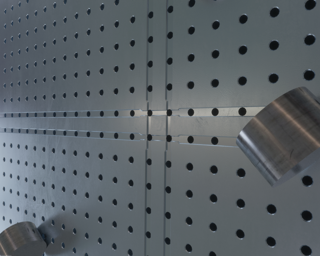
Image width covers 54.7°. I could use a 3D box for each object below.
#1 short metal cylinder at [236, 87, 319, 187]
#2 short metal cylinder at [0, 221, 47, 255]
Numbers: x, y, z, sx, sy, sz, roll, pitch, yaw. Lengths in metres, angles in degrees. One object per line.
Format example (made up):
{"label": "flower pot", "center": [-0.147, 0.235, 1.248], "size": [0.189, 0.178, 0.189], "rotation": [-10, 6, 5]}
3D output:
{"label": "short metal cylinder", "center": [0.117, 0.009, 0.277], "size": [0.080, 0.081, 0.050], "rotation": [-50, 61, 28]}
{"label": "short metal cylinder", "center": [-0.268, 0.228, 0.595], "size": [0.050, 0.081, 0.079], "rotation": [41, 115, 32]}
